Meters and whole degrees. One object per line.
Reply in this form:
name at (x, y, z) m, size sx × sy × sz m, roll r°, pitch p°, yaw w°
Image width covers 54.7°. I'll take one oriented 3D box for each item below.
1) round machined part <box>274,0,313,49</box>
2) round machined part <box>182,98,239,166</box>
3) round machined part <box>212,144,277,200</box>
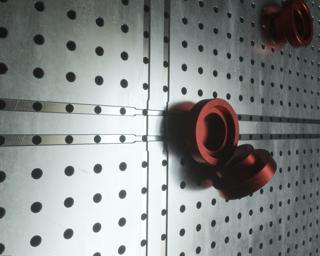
round machined part at (0.265, -0.207, 0.620) m, size 0.099 × 0.042 × 0.097 m, roll 6°, pitch 82°, yaw -41°
round machined part at (0.071, 0.006, 0.460) m, size 0.099 × 0.042 × 0.097 m, roll 0°, pitch 90°, yaw -40°
round machined part at (0.121, 0.060, 0.468) m, size 0.099 × 0.098 × 0.042 m, roll -41°, pitch 101°, yaw -33°
